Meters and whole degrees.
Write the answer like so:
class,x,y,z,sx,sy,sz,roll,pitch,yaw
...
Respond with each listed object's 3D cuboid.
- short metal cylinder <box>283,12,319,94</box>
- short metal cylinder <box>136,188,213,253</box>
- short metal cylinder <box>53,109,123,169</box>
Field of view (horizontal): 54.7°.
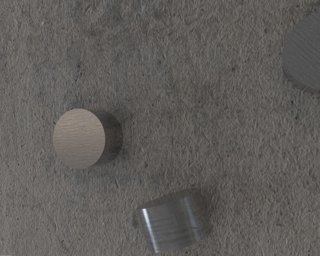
class,x,y,z,sx,sy,sz,roll,pitch,yaw
short metal cylinder,0.176,-0.078,0.333,0.080,0.050,0.080,0,90,20
short metal cylinder,0.017,0.109,0.374,0.080,0.080,0.050,-19,84,19
short metal cylinder,-0.099,0.014,0.431,0.080,0.050,0.080,0,90,20
